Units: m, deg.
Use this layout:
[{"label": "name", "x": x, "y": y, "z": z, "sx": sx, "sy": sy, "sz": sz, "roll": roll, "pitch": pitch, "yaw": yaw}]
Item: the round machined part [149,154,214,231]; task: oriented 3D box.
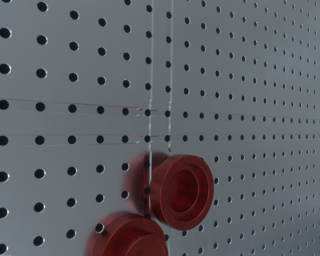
[{"label": "round machined part", "x": 0.025, "y": 0.084, "z": 0.418, "sx": 0.099, "sy": 0.042, "sz": 0.097, "roll": 0, "pitch": 90, "yaw": -40}]

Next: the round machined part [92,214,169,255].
[{"label": "round machined part", "x": -0.029, "y": 0.158, "z": 0.374, "sx": 0.099, "sy": 0.042, "sz": 0.097, "roll": 0, "pitch": 90, "yaw": -40}]
